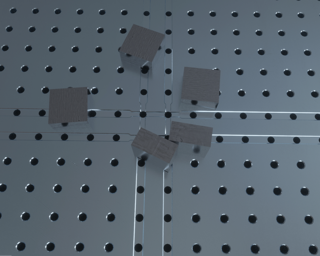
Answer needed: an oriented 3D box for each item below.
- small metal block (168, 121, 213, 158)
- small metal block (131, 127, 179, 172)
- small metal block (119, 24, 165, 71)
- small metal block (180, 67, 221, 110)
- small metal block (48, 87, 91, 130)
[{"bbox_3d":[0.037,0.015,0.393,0.050,0.050,0.025,9,70,3],"label":"small metal block"},{"bbox_3d":[-0.006,0.028,0.388,0.050,0.050,0.025,25,72,8],"label":"small metal block"},{"bbox_3d":[-0.025,-0.118,0.455,0.050,0.025,0.050,21,71,7],"label":"small metal block"},{"bbox_3d":[0.056,-0.055,0.433,0.050,0.025,0.050,6,70,2],"label":"small metal block"},{"bbox_3d":[-0.121,-0.026,0.420,0.050,0.025,0.050,-4,70,-2],"label":"small metal block"}]
